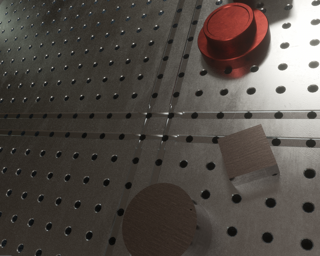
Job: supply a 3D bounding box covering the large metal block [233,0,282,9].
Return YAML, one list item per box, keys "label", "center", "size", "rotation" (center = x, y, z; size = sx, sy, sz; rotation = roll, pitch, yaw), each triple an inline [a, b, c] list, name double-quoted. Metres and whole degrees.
- label: "large metal block"
  center: [0.140, -0.222, 0.454]
  size: [0.080, 0.050, 0.080]
  rotation: [-17, 55, 18]

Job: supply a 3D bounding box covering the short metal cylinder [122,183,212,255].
- label: "short metal cylinder"
  center: [0.008, 0.104, 0.323]
  size: [0.080, 0.050, 0.080]
  rotation: [-13, 56, 21]

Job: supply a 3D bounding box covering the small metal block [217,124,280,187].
- label: "small metal block"
  center: [0.096, 0.030, 0.339]
  size: [0.050, 0.025, 0.050]
  rotation: [-21, 54, 15]

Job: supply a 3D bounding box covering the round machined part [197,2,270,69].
- label: "round machined part"
  center: [0.098, -0.133, 0.426]
  size: [0.098, 0.042, 0.098]
  rotation: [-13, 57, 20]
